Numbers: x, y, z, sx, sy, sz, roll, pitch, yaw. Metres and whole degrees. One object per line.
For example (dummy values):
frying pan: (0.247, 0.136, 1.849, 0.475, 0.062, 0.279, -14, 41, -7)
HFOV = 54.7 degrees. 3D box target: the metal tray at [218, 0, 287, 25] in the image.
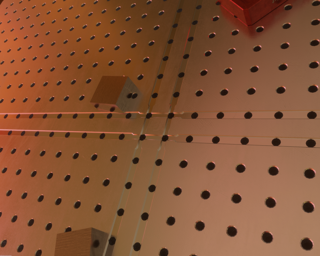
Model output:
metal tray: (0.157, -0.219, 0.456, 0.130, 0.030, 0.090, -35, 52, 5)

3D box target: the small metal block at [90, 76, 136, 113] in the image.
small metal block: (-0.072, -0.052, 0.476, 0.050, 0.025, 0.050, 7, 65, 31)

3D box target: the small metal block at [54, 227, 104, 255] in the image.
small metal block: (-0.096, 0.149, 0.365, 0.050, 0.025, 0.050, -16, 55, 18)
